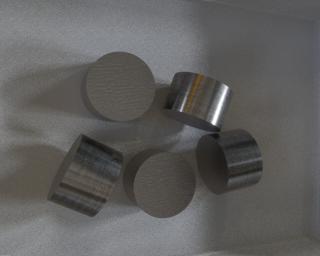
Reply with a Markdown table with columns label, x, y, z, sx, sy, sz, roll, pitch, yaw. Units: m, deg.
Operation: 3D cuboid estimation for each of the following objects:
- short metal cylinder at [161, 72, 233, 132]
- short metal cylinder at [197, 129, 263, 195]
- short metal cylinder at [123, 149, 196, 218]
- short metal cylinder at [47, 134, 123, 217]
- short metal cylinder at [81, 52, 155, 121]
| label | x | y | z | sx | sy | sz | roll | pitch | yaw |
| --- | --- | --- | --- | --- | --- | --- | --- | --- | --- |
| short metal cylinder | 0.048 | -0.032 | 0.400 | 0.080 | 0.080 | 0.050 | 23 | 83 | -19 |
| short metal cylinder | 0.090 | 0.044 | 0.414 | 0.050 | 0.080 | 0.079 | -10 | 94 | -20 |
| short metal cylinder | -0.002 | 0.069 | 0.396 | 0.081 | 0.050 | 0.079 | 0 | 90 | -21 |
| short metal cylinder | -0.084 | 0.053 | 0.349 | 0.050 | 0.080 | 0.080 | 29 | 81 | -18 |
| short metal cylinder | -0.052 | -0.048 | 0.377 | 0.081 | 0.050 | 0.079 | 0 | 90 | -21 |
